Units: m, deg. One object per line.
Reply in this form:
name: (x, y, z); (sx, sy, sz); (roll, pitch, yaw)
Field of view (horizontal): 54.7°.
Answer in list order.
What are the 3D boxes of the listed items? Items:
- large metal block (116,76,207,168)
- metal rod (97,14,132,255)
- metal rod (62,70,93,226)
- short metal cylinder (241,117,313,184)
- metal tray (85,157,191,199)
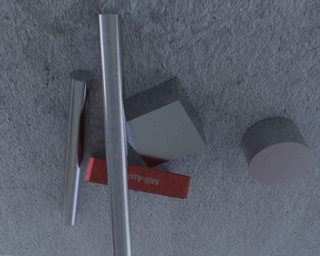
large metal block: (0.003, -0.005, 0.387); (0.080, 0.050, 0.080); (-22, 127, 17)
metal rod: (-0.049, 0.030, 0.350); (0.025, 0.025, 0.298); (-1, 105, 0)
metal rod: (-0.124, 0.050, 0.448); (0.025, 0.025, 0.298); (10, 130, -9)
short metal cylinder: (0.156, 0.031, 0.420); (0.081, 0.050, 0.079); (0, 130, 0)
metal tray: (-0.034, 0.067, 0.426); (0.131, 0.030, 0.090); (13, 171, -12)
